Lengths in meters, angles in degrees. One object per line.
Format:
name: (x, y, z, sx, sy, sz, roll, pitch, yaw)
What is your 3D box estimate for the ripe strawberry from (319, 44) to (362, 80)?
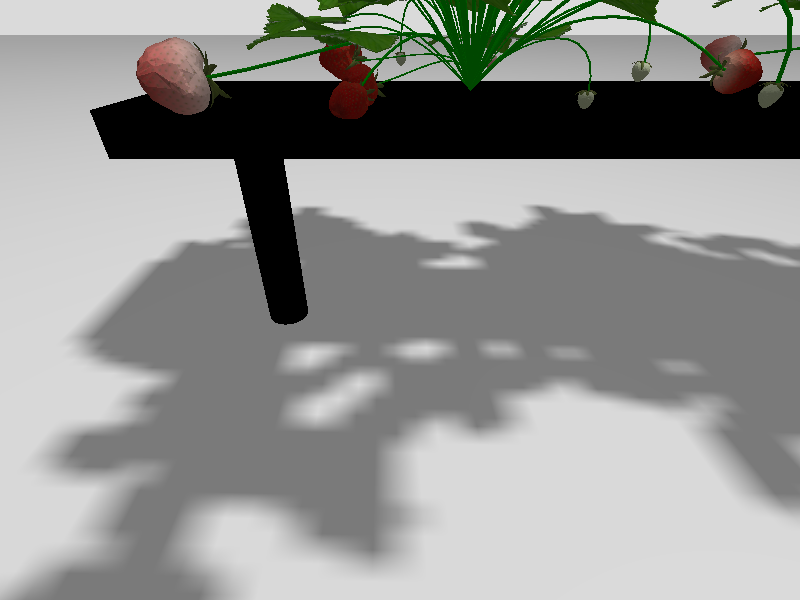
ripe strawberry: (-0.052, -0.210, 0.347, 0.035, 0.034, 0.038, 16, 38, 22)

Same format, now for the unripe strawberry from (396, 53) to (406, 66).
unripe strawberry: (0.001, -0.269, 0.447, 0.012, 0.012, 0.012, -10, 36, -14)

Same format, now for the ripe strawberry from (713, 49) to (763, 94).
ripe strawberry: (0.245, -0.164, 0.289, 0.030, 0.029, 0.027, 11, 35, -1)

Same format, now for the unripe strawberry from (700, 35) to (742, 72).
unripe strawberry: (0.321, -0.246, 0.402, 0.031, 0.032, 0.029, 20, 39, 27)

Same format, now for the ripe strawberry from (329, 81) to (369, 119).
ripe strawberry: (-0.027, -0.100, 0.204, 0.021, 0.019, 0.019, 20, -29, 27)

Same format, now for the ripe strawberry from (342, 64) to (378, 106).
ripe strawberry: (-0.025, -0.127, 0.239, 0.020, 0.023, 0.022, 29, 45, 35)

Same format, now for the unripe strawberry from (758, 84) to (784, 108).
unripe strawberry: (0.191, -0.105, 0.207, 0.010, 0.011, 0.011, 27, 43, 33)

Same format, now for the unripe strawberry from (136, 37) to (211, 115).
unripe strawberry: (-0.123, -0.121, 0.218, 0.035, 0.036, 0.032, -19, 39, -24)

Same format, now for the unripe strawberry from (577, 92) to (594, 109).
unripe strawberry: (0.111, -0.120, 0.240, 0.009, 0.010, 0.010, -21, 40, -27)

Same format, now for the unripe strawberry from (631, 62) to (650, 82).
unripe strawberry: (0.214, -0.203, 0.358, 0.015, 0.015, 0.014, -12, 37, -17)

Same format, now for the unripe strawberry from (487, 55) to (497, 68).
unripe strawberry: (0.101, -0.263, 0.443, 0.014, 0.015, 0.015, 9, 36, 13)
